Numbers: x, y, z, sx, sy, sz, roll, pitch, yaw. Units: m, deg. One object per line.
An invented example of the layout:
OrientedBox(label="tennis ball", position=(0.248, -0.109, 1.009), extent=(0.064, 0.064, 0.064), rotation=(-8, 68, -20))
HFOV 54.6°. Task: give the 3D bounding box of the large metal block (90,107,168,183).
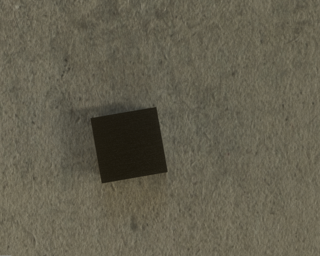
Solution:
OrientedBox(label="large metal block", position=(-0.037, 0.020, 0.397), extent=(0.080, 0.050, 0.080), rotation=(-10, 90, 0))
